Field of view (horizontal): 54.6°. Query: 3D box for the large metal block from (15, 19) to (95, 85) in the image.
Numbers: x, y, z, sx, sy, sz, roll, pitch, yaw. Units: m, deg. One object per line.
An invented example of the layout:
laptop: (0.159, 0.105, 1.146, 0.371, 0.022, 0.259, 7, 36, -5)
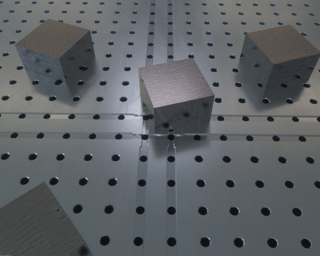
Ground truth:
large metal block: (-0.164, -0.124, 0.495, 0.080, 0.050, 0.080, 19, 53, 15)

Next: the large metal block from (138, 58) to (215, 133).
large metal block: (0.020, -0.047, 0.431, 0.081, 0.050, 0.080, -13, 51, -11)

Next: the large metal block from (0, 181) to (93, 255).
large metal block: (-0.122, 0.113, 0.296, 0.080, 0.050, 0.080, -32, 57, -24)

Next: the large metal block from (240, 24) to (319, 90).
large metal block: (0.185, -0.113, 0.487, 0.081, 0.050, 0.080, -15, 52, -12)
